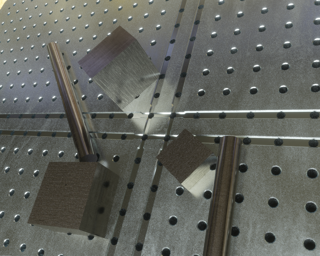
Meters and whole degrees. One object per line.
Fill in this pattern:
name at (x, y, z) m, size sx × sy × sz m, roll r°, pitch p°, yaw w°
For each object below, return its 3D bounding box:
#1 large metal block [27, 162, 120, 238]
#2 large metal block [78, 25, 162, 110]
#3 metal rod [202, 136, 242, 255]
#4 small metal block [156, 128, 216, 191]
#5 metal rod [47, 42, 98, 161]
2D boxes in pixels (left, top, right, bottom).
large metal block at (-0.107, 0.090, 0.394) m, size 0.080 × 0.050 × 0.080 m, roll -3°, pitch 60°, yaw 26°
large metal block at (-0.057, -0.087, 0.457) m, size 0.080 × 0.080 × 0.050 m, roll -42°, pitch 51°, yaw 0°
metal rod at (0.049, 0.146, 0.292) m, size 0.025 × 0.025 × 0.300 m, roll -1°, pitch 61°, yaw 28°
small metal block at (0.032, 0.037, 0.369) m, size 0.050 × 0.025 × 0.050 m, roll -44°, pitch 51°, yaw -3°
metal rod at (-0.156, -0.058, 0.526) m, size 0.025 × 0.025 × 0.300 m, roll -34°, pitch 51°, yaw 6°
